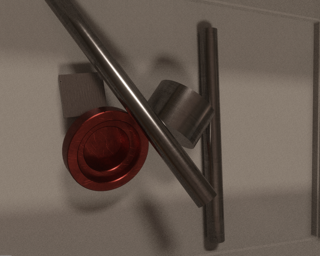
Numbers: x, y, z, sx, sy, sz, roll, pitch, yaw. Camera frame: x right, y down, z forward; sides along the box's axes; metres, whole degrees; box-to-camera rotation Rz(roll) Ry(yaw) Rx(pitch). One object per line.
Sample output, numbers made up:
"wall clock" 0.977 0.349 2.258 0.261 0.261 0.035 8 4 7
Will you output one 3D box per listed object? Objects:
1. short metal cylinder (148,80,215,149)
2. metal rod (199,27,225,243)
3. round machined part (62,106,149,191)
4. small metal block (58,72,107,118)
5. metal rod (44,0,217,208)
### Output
"short metal cylinder" 0.021 -0.016 0.390 0.080 0.080 0.050 36 78 -17
"metal rod" 0.074 0.011 0.439 0.025 0.025 0.298 -3 91 -20
"round machined part" -0.066 0.021 0.367 0.099 0.042 0.097 -12 113 -29
"small metal block" -0.094 -0.040 0.376 0.050 0.025 0.050 -8 93 -20
"metal rod" -0.039 -0.042 0.346 0.025 0.025 0.299 -35 83 -17
